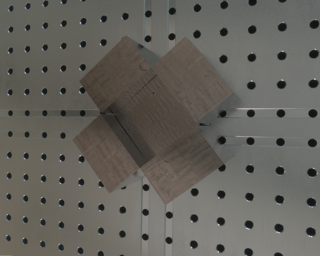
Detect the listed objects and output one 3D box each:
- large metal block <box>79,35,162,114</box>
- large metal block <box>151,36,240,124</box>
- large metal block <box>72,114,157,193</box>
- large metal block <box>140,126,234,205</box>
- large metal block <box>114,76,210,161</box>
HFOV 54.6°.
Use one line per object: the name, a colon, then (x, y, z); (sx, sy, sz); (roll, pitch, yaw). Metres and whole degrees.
large metal block: (-0.040, -0.062, 0.398); (0.080, 0.080, 0.050); (-40, 77, 16)
large metal block: (0.046, -0.052, 0.368); (0.050, 0.080, 0.080); (-40, 78, 15)
large metal block: (-0.051, 0.029, 0.402); (0.050, 0.080, 0.080); (-40, 78, 16)
large metal block: (0.036, 0.041, 0.372); (0.080, 0.080, 0.050); (-39, 78, 16)
large metal block: (0.003, -0.011, 0.397); (0.080, 0.050, 0.080); (-40, 76, 17)
